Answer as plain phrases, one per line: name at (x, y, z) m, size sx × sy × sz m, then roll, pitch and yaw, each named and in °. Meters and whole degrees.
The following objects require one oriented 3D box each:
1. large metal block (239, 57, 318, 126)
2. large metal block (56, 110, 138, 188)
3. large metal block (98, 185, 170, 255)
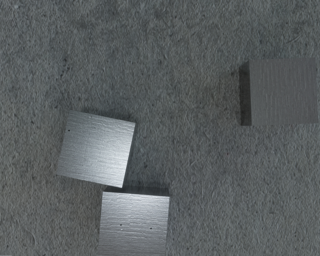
large metal block at (0.149, -0.044, 0.398) m, size 0.081 × 0.050 × 0.080 m, roll -2°, pitch 90°, yaw 0°
large metal block at (-0.077, 0.025, 0.397) m, size 0.080 × 0.050 × 0.080 m, roll 12°, pitch 90°, yaw 0°
large metal block at (-0.032, 0.119, 0.397) m, size 0.081 × 0.050 × 0.080 m, roll 5°, pitch 90°, yaw 0°
